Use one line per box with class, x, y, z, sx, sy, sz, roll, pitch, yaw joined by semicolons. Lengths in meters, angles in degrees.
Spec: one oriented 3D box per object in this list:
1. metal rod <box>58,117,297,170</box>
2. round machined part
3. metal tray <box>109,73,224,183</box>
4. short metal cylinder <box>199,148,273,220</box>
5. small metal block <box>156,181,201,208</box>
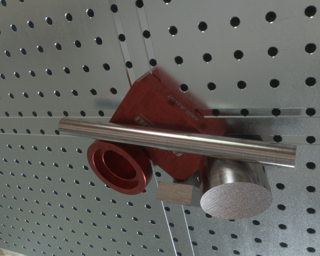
metal rod;0.002;0.013;0.377;0.301;0.025;0.025;7;122;24
round machined part;-0.053;0.047;0.449;0.098;0.042;0.097;18;133;21
metal tray;0.006;0.002;0.406;0.130;0.030;0.089;40;129;0
short metal cylinder;0.088;0.067;0.370;0.080;0.050;0.079;2;135;2
small metal block;0.029;0.094;0.435;0.050;0.025;0.050;2;163;26
